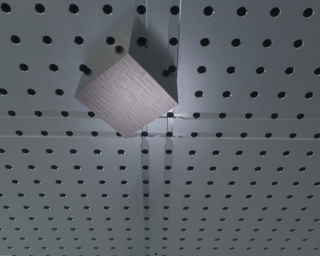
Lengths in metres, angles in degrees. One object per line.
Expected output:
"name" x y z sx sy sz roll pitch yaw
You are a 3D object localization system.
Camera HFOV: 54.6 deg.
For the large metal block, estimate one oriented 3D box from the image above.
"large metal block" -0.036 -0.046 0.356 0.080 0.050 0.080 -32 123 24
